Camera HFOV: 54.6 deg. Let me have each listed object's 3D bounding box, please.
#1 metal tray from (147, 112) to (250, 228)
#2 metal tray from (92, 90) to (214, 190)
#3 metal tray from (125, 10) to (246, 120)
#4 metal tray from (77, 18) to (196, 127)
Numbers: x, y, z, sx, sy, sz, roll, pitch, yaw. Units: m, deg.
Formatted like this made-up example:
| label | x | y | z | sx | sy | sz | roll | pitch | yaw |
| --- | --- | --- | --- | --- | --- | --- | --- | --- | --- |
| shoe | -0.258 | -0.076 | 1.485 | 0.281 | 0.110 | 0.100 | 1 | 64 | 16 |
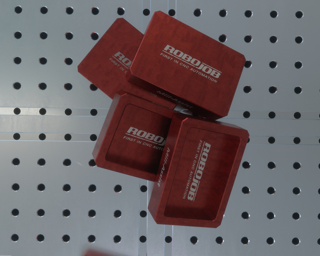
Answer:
| label | x | y | z | sx | sy | sz | roll | pitch | yaw |
| --- | --- | --- | --- | --- | --- | --- | --- | --- | --- |
| metal tray | 0.046 | 0.054 | 0.376 | 0.091 | 0.030 | 0.129 | 11 | 100 | -21 |
| metal tray | -0.006 | 0.018 | 0.382 | 0.131 | 0.030 | 0.090 | 19 | 97 | -22 |
| metal tray | 0.034 | -0.075 | 0.387 | 0.131 | 0.030 | 0.090 | 24 | 75 | -12 |
| metal tray | -0.030 | -0.069 | 0.411 | 0.130 | 0.030 | 0.090 | 39 | 90 | 0 |
